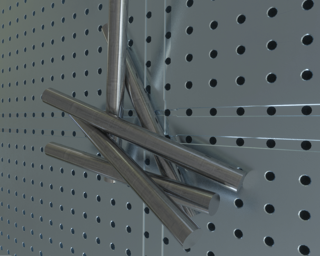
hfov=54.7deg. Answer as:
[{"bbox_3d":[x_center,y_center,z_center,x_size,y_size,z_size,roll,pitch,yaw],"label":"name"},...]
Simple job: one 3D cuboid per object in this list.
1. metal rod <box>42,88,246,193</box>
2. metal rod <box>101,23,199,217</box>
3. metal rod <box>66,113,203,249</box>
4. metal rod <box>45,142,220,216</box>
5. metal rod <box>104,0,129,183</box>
[{"bbox_3d":[-0.038,0.006,0.397,0.301,0.025,0.025,23,105,24],"label":"metal rod"},{"bbox_3d":[-0.020,-0.021,0.423,0.025,0.025,0.299,-36,68,34],"label":"metal rod"},{"bbox_3d":[-0.056,0.035,0.395,0.300,0.025,0.025,39,114,41],"label":"metal rod"},{"bbox_3d":[-0.060,0.058,0.419,0.300,0.025,0.025,11,97,37],"label":"metal rod"},{"bbox_3d":[-0.060,-0.064,0.423,0.025,0.025,0.298,19,112,38],"label":"metal rod"}]
